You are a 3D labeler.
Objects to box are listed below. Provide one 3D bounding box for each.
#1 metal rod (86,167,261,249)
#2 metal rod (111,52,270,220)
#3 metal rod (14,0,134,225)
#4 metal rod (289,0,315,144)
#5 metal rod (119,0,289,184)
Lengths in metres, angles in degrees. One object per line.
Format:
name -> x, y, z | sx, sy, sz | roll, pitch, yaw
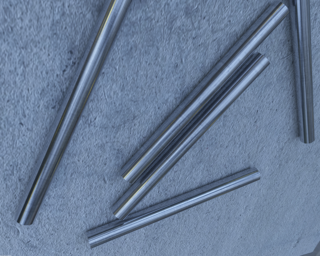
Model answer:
metal rod -> 0.033, 0.122, 0.499 | 0.302, 0.025, 0.025 | -17, 125, -19
metal rod -> 0.040, 0.015, 0.437 | 0.300, 0.025, 0.025 | -47, 129, 5
metal rod -> -0.100, -0.015, 0.343 | 0.025, 0.025, 0.298 | 17, 110, -35
metal rod -> 0.218, -0.087, 0.471 | 0.025, 0.025, 0.299 | -32, 129, -8
metal rod -> 0.054, -0.043, 0.409 | 0.300, 0.025, 0.025 | -48, 129, 5
